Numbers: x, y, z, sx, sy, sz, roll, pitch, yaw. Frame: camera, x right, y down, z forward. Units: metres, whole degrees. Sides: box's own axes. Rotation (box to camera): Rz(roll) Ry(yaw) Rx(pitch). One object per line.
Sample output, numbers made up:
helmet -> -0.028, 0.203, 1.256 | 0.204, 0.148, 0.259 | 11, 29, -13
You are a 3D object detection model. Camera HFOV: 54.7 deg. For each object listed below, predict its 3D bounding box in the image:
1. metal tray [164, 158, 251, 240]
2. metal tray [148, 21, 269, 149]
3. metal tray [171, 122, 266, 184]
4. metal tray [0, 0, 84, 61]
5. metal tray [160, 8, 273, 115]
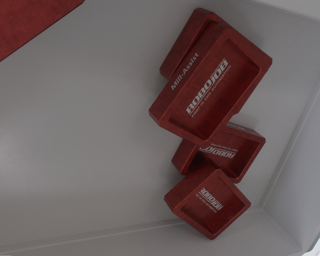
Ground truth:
metal tray -> 0.077, 0.113, 0.477 | 0.090, 0.030, 0.130 | -43, 129, 1
metal tray -> 0.059, -0.046, 0.369 | 0.090, 0.030, 0.130 | 28, 103, -38
metal tray -> 0.093, 0.035, 0.477 | 0.131, 0.030, 0.089 | 15, 111, -34
metal tray -> -0.111, -0.091, 0.223 | 0.090, 0.130, 0.030 | -37, 129, -3
metal tray -> 0.075, -0.079, 0.396 | 0.131, 0.030, 0.090 | 21, 107, -36
